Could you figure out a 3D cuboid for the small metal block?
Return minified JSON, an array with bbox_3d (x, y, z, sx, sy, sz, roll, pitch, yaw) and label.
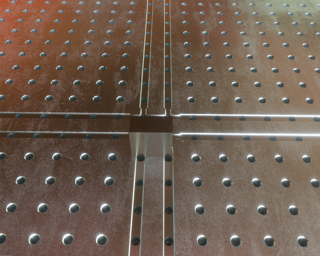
[{"bbox_3d":[-0.010,0.011,0.382,0.050,0.050,0.025,1,50,0],"label":"small metal block"}]
